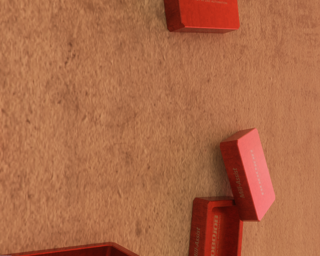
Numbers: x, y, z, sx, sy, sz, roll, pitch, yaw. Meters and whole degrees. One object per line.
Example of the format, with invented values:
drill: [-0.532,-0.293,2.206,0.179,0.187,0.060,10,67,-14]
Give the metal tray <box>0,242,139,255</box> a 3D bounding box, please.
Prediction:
metal tray: [-0.078,0.144,0.298,0.131,0.090,0.030,10,84,-40]

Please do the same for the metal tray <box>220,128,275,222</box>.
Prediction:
metal tray: [0.145,0.073,0.502,0.091,0.030,0.129,-21,97,-52]

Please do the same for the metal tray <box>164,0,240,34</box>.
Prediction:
metal tray: [0.063,-0.189,0.456,0.131,0.030,0.089,-13,99,-39]

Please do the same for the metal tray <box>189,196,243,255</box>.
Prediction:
metal tray: [0.088,0.174,0.478,0.091,0.030,0.129,9,85,-40]
